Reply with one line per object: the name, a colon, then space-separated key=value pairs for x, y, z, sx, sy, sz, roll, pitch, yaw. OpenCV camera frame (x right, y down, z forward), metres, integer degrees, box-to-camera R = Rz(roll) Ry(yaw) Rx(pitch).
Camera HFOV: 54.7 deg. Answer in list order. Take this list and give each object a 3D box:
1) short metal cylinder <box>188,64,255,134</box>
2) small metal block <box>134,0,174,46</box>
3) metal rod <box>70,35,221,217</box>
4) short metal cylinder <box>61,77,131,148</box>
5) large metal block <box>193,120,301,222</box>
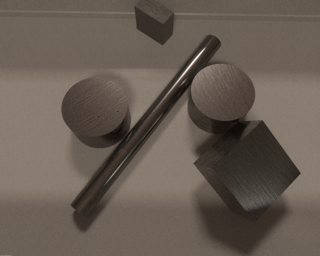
short metal cylinder: x=0.079 y=-0.037 z=0.411 sx=0.081 sy=0.050 sz=0.080 roll=0 pitch=70 yaw=0
small metal block: x=-0.008 y=-0.157 z=0.454 sx=0.050 sy=0.050 sz=0.025 roll=36 pitch=74 yaw=11
metal rod: x=-0.009 y=-0.014 z=0.414 sx=0.025 sy=0.025 sz=0.300 roll=35 pitch=73 yaw=11
short metal cylinder: x=-0.080 y=-0.019 z=0.402 sx=0.081 sy=0.050 sz=0.080 roll=0 pitch=70 yaw=0
large metal block: x=0.101 y=0.047 z=0.365 sx=0.080 sy=0.050 sz=0.080 roll=-41 pitch=101 yaw=-14
